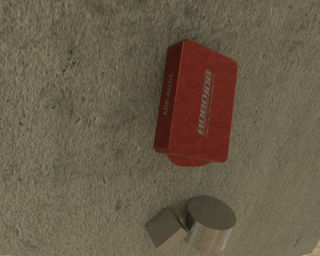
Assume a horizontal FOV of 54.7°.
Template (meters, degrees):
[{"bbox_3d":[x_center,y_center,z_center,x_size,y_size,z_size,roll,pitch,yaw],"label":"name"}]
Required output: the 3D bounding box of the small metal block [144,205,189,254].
[{"bbox_3d":[0.009,0.163,0.497,0.050,0.050,0.025,-40,130,-1],"label":"small metal block"}]

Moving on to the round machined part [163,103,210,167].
[{"bbox_3d":[0.053,0.015,0.434,0.099,0.042,0.097,-14,124,-21],"label":"round machined part"}]

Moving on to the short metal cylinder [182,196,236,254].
[{"bbox_3d":[0.079,0.158,0.512,0.081,0.080,0.050,0,119,-28],"label":"short metal cylinder"}]

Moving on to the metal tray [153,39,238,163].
[{"bbox_3d":[0.046,-0.028,0.370,0.091,0.030,0.129,14,80,-34],"label":"metal tray"}]
